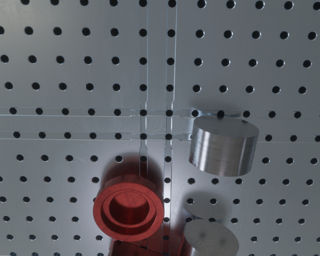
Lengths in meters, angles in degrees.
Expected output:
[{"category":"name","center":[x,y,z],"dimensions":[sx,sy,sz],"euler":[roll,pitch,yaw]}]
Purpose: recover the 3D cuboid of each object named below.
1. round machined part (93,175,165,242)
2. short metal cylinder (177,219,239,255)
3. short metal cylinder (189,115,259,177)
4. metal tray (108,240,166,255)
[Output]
[{"category":"round machined part","center":[-0.043,0.110,0.444],"dimensions":[0.099,0.042,0.097],"euler":[0,110,0]},{"category":"short metal cylinder","center":[0.068,0.179,0.451],"dimensions":[0.081,0.080,0.050],"euler":[11,110,-4]},{"category":"short metal cylinder","center":[0.080,0.020,0.392],"dimensions":[0.081,0.080,0.050],"euler":[5,110,-2]},{"category":"metal tray","center":[-0.017,0.227,0.462],"dimensions":[0.131,0.090,0.030],"euler":[21,109,-8]}]
